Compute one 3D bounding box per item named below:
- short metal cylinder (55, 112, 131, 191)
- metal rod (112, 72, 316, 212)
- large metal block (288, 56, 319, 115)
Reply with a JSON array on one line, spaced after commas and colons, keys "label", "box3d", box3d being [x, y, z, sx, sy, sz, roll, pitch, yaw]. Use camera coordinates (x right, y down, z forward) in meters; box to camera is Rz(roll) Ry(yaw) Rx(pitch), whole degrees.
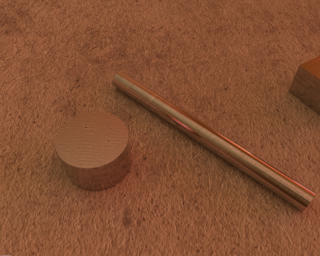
[{"label": "short metal cylinder", "box3d": [-0.075, 0.027, 0.364, 0.081, 0.050, 0.080, 0, 50, 0]}, {"label": "metal rod", "box3d": [0.050, 0.004, 0.400, 0.300, 0.025, 0.025, 34, 58, 25]}, {"label": "large metal block", "box3d": [0.249, -0.061, 0.440, 0.081, 0.050, 0.080, -25, 55, -20]}]
